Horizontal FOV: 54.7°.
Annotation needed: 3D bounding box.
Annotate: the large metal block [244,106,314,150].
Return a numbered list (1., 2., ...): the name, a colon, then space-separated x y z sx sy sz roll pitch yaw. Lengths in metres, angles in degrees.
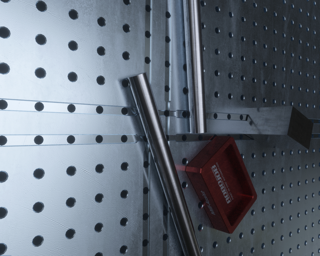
1. large metal block: 0.212 0.001 0.551 0.080 0.080 0.050 26 74 -37

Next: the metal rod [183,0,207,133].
1. metal rod: 0.048 -0.142 0.448 0.025 0.025 0.298 -6 94 -40

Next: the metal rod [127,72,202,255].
1. metal rod: 0.014 0.072 0.420 0.025 0.025 0.298 -28 108 -37

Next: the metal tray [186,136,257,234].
1. metal tray: 0.101 0.088 0.490 0.090 0.030 0.130 -41 115 -32
